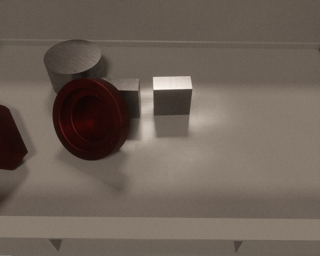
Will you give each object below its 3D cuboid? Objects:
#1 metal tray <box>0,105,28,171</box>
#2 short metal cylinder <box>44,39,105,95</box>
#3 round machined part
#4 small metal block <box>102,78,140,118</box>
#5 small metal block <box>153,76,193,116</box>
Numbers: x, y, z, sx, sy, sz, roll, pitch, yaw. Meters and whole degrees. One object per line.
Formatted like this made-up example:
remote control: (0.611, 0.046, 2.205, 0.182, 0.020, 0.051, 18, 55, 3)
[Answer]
metal tray: (-0.222, -0.003, 0.341, 0.030, 0.130, 0.090, -46, 58, 13)
short metal cylinder: (-0.125, -0.087, 0.461, 0.081, 0.050, 0.080, 0, 50, 0)
round machined part: (-0.079, -0.012, 0.380, 0.098, 0.097, 0.042, 24, 19, 18)
small metal block: (-0.053, -0.041, 0.422, 0.050, 0.050, 0.025, 1, 47, 1)
small metal block: (0.016, -0.043, 0.426, 0.050, 0.050, 0.025, -2, 50, -2)
